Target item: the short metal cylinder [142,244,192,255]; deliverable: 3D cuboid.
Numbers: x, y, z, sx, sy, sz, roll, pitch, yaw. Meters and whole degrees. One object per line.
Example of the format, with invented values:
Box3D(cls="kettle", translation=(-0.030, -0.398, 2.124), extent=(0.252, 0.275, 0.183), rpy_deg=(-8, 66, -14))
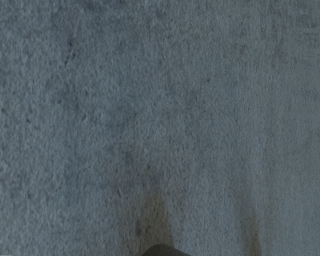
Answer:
Box3D(cls="short metal cylinder", translation=(0.011, 0.198, 0.400), extent=(0.081, 0.050, 0.079), rpy_deg=(0, 90, -40))
